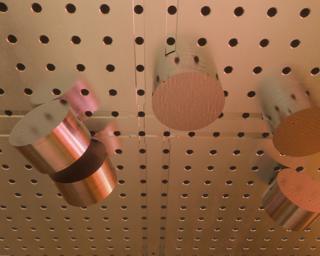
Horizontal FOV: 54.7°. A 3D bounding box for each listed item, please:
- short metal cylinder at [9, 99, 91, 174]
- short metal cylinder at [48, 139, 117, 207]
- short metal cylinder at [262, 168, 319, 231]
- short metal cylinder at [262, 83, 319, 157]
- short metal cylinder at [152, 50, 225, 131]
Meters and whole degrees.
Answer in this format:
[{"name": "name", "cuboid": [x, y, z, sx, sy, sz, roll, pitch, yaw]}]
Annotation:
[{"name": "short metal cylinder", "cuboid": [-0.134, 0.010, 0.382, 0.080, 0.080, 0.050, -17, 128, 13]}, {"name": "short metal cylinder", "cuboid": [-0.105, 0.060, 0.425, 0.080, 0.080, 0.050, -8, 130, 6]}, {"name": "short metal cylinder", "cuboid": [0.204, 0.108, 0.471, 0.081, 0.080, 0.050, 11, 129, -10]}, {"name": "short metal cylinder", "cuboid": [0.176, -0.009, 0.390, 0.081, 0.050, 0.079, -1, 130, 0]}, {"name": "short metal cylinder", "cuboid": [0.031, -0.043, 0.359, 0.081, 0.050, 0.079, 0, 130, 0]}]
